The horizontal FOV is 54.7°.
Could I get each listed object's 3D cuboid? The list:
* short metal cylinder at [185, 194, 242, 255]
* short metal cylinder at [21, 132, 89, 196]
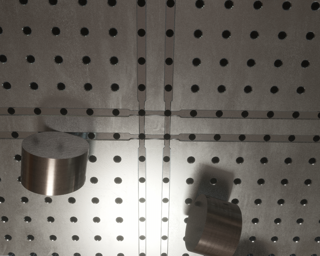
[{"bbox_3d":[0.073,0.139,0.437,0.050,0.080,0.079,19,109,-7],"label":"short metal cylinder"},{"bbox_3d":[-0.134,0.043,0.398,0.081,0.080,0.050,10,110,-4],"label":"short metal cylinder"}]
